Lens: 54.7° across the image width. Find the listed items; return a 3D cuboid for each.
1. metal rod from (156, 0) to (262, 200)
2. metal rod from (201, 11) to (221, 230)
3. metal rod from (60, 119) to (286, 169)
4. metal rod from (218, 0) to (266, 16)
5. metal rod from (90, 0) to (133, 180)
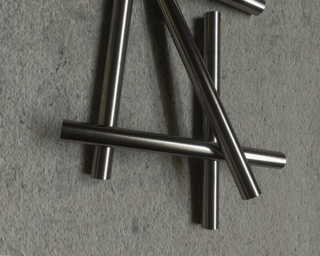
[{"bbox_3d":[0.056,-0.053,0.395,0.025,0.025,0.299,-21,84,-19],"label":"metal rod"},{"bbox_3d":[0.071,-0.010,0.435,0.025,0.025,0.298,1,90,-20],"label":"metal rod"},{"bbox_3d":[0.032,0.024,0.392,0.302,0.025,0.025,9,87,-20],"label":"metal rod"},{"bbox_3d":[0.016,-0.202,0.393,0.302,0.025,0.025,9,87,-28],"label":"metal rod"},{"bbox_3d":[-0.055,-0.087,0.388,0.025,0.025,0.298,8,87,-20],"label":"metal rod"}]
